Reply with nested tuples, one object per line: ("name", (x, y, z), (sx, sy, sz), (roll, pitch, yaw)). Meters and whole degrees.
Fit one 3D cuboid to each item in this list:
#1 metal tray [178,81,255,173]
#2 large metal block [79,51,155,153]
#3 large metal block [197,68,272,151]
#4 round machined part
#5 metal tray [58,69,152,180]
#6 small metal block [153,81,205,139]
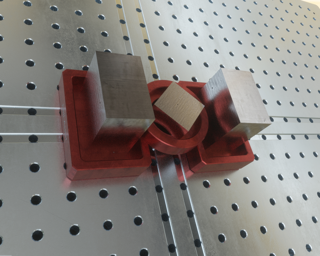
("metal tray", (0.073, -0.005, 0.445), (0.091, 0.030, 0.130), (0, 62, -28))
("large metal block", (-0.052, -0.025, 0.343), (0.050, 0.080, 0.080), (1, 62, -28))
("large metal block", (0.091, -0.022, 0.418), (0.050, 0.080, 0.080), (1, 61, -28))
("round machined part", (0.009, -0.010, 0.397), (0.099, 0.042, 0.098), (14, 56, -21))
("metal tray", (-0.068, -0.007, 0.371), (0.091, 0.030, 0.130), (1, 61, -28))
("small metal block", (0.019, -0.022, 0.379), (0.050, 0.025, 0.050), (38, 51, -3))
